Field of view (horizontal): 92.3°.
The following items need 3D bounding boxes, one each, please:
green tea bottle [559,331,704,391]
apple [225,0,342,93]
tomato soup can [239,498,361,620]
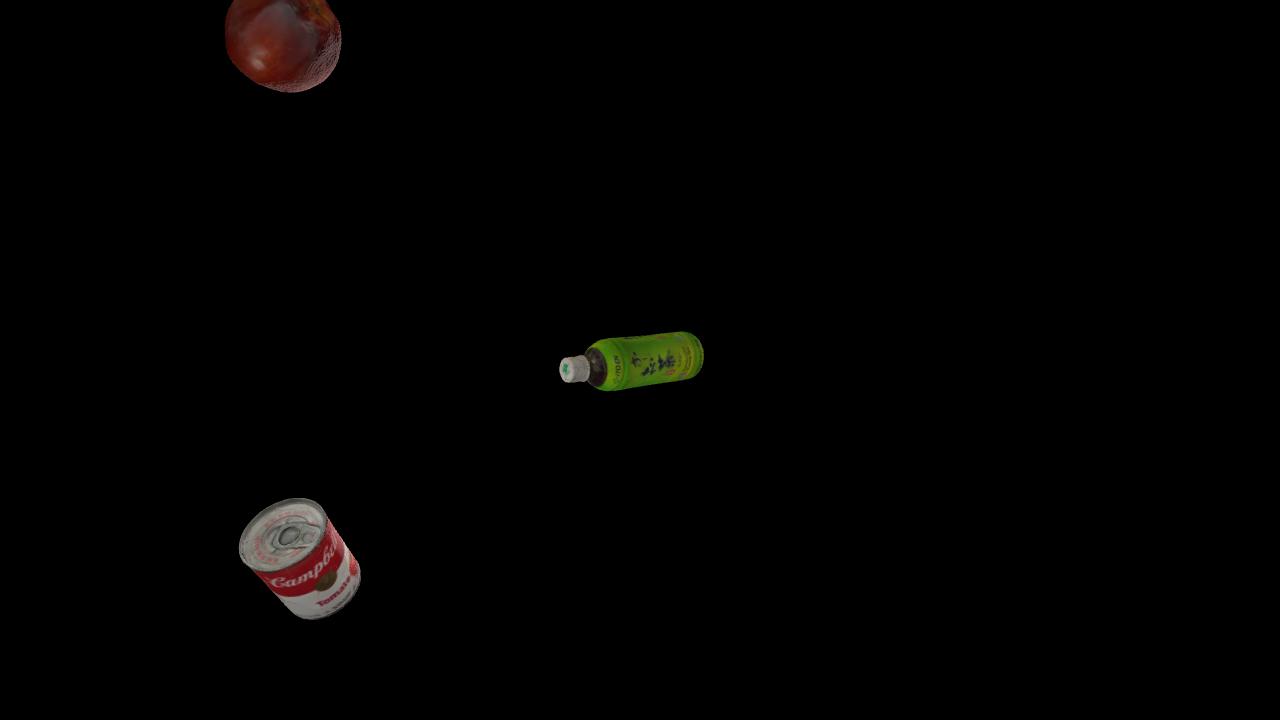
[{"bbox_3d":[-0.010,0.004,0.806,0.212,0.073,0.073,-10,6,-41],"label":"green tea bottle"},{"bbox_3d":[-0.292,-0.263,0.506,0.093,0.079,0.079,-24,-11,25],"label":"apple"},{"bbox_3d":[-0.296,0.178,0.543,0.068,0.068,0.101,1,-45,-1],"label":"tomato soup can"}]
